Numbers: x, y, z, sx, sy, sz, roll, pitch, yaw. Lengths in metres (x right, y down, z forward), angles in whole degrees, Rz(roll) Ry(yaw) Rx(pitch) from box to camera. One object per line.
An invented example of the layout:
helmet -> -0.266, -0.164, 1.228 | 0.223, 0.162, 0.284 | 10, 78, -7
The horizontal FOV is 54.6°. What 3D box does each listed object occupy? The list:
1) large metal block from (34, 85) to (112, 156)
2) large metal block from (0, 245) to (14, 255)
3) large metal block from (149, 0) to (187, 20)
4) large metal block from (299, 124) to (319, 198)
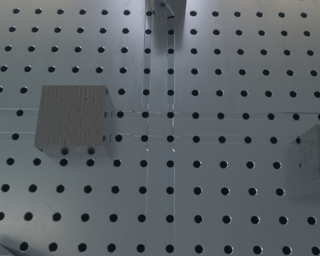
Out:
large metal block -> -0.108, -0.008, 0.401 | 0.080, 0.050, 0.080 | 0, 70, 0
large metal block -> -0.190, 0.148, 0.312 | 0.080, 0.080, 0.050 | 12, 68, 35
large metal block -> 0.006, -0.226, 0.465 | 0.050, 0.080, 0.080 | -13, 71, -5
large metal block -> 0.225, 0.045, 0.383 | 0.080, 0.050, 0.080 | 6, 70, 2
